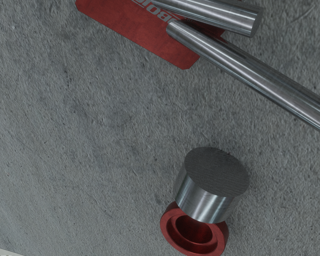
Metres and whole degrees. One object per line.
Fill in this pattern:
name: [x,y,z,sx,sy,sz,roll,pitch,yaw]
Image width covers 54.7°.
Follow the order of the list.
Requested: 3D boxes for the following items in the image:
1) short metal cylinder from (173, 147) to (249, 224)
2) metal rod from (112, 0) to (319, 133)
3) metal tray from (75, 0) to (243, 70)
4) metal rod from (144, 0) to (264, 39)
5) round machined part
short metal cylinder: [0.061,0.069,0.382,0.080,0.080,0.050,27,128,11]
metal rod: [0.031,-0.089,0.298,0.300,0.025,0.025,37,130,18]
metal tray: [0.000,-0.120,0.292,0.131,0.030,0.090,25,134,-24]
metal rod: [-0.049,-0.145,0.301,0.301,0.025,0.025,26,128,20]
round machined part: [0.053,0.142,0.456,0.098,0.042,0.097,13,124,21]
